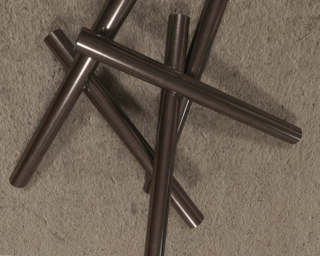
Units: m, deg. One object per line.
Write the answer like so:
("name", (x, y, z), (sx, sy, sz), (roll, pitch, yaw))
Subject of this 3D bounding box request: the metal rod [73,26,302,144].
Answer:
("metal rod", (0.051, -0.038, 0.358), (0.302, 0.025, 0.025), (20, 109, -23))

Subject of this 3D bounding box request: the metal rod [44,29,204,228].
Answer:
("metal rod", (-0.039, 0.008, 0.393), (0.025, 0.025, 0.299), (-35, 100, 11))

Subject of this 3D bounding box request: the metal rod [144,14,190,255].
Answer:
("metal rod", (0.007, 0.018, 0.375), (0.025, 0.025, 0.298), (6, 94, -3))

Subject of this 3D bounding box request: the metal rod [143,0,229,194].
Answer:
("metal rod", (0.032, -0.045, 0.393), (0.025, 0.025, 0.298), (16, 109, -6))

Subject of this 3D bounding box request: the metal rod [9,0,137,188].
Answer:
("metal rod", (-0.115, -0.030, 0.369), (0.025, 0.025, 0.298), (33, 117, -12))
